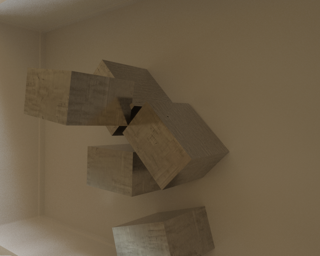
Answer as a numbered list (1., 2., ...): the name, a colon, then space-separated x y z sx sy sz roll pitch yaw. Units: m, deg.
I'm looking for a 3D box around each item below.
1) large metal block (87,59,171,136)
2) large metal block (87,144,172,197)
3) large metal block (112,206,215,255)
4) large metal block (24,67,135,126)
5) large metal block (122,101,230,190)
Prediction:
1. large metal block: -0.038 -0.037 0.400 0.050 0.081 0.080 -50 61 28
2. large metal block: -0.036 0.050 0.398 0.080 0.081 0.050 3 92 39
3. large metal block: 0.005 0.130 0.365 0.080 0.081 0.050 -20 77 38
4. large metal block: -0.087 -0.033 0.336 0.080 0.081 0.050 12 98 39
5. large metal block: 0.019 0.016 0.352 0.050 0.081 0.080 -51 63 28
